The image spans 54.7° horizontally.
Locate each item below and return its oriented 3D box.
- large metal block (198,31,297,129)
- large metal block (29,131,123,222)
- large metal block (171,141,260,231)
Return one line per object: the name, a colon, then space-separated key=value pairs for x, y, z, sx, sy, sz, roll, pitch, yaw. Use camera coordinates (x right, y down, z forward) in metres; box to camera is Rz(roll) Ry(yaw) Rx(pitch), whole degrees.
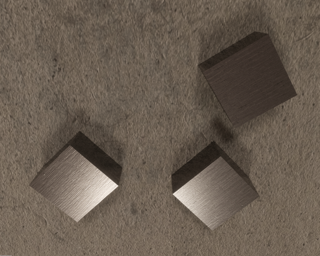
large metal block: x=0.103 y=-0.059 z=0.376 sx=0.080 sy=0.050 sz=0.080 roll=-30 pitch=108 yaw=10
large metal block: x=-0.110 y=0.065 z=0.419 sx=0.080 sy=0.050 sz=0.080 roll=-42 pitch=105 yaw=13
large metal block: x=0.073 y=0.079 z=0.427 sx=0.080 sy=0.050 sz=0.080 roll=-41 pitch=106 yaw=13
